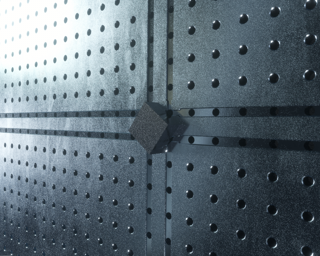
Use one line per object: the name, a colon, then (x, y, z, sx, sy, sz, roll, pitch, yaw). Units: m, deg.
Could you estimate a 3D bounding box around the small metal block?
small metal block: (-0.009, 0.000, 0.418, 0.050, 0.025, 0.050, 46, 118, 30)
